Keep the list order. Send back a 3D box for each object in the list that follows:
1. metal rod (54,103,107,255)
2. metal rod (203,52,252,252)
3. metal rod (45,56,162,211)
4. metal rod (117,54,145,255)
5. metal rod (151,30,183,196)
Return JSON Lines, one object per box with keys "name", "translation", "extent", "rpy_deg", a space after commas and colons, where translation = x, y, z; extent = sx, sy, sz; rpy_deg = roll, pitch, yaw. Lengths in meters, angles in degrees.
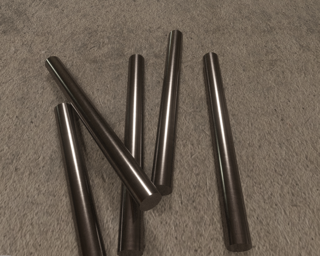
{"name": "metal rod", "translation": [-0.082, 0.084, 0.331], "extent": [0.025, 0.025, 0.299], "rpy_deg": [-15, 52, -12]}
{"name": "metal rod", "translation": [0.080, 0.003, 0.401], "extent": [0.025, 0.025, 0.300], "rpy_deg": [1, 50, 0]}
{"name": "metal rod", "translation": [-0.088, -0.015, 0.394], "extent": [0.025, 0.025, 0.300], "rpy_deg": [-26, 49, -20]}
{"name": "metal rod", "translation": [-0.033, 0.007, 0.396], "extent": [0.025, 0.025, 0.300], "rpy_deg": [-1, 50, -1]}
{"name": "metal rod", "translation": [0.014, -0.045, 0.441], "extent": [0.025, 0.025, 0.300], "rpy_deg": [4, 50, 3]}
